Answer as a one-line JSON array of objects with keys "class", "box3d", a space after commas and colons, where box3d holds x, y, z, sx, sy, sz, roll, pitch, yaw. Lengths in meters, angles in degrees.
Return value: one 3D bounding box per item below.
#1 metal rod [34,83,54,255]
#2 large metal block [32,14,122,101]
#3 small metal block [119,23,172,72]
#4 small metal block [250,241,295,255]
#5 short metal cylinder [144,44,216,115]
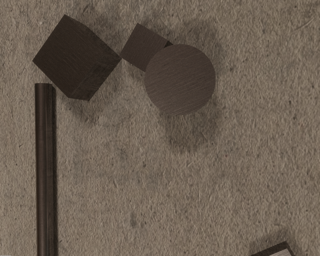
[{"class": "metal rod", "box3d": [-0.174, 0.083, 0.468, 0.025, 0.025, 0.298, -1, 90, 19]}, {"class": "large metal block", "box3d": [-0.116, -0.096, 0.435, 0.080, 0.050, 0.080, 44, 103, 14]}, {"class": "small metal block", "box3d": [-0.018, -0.104, 0.415, 0.050, 0.025, 0.050, 34, 101, 16]}, {"class": "small metal block", "box3d": [0.138, 0.168, 0.360, 0.050, 0.025, 0.050, -32, 80, 17]}, {"class": "short metal cylinder", "box3d": [0.024, -0.058, 0.374, 0.080, 0.050, 0.079, 1, 100, 3]}]
